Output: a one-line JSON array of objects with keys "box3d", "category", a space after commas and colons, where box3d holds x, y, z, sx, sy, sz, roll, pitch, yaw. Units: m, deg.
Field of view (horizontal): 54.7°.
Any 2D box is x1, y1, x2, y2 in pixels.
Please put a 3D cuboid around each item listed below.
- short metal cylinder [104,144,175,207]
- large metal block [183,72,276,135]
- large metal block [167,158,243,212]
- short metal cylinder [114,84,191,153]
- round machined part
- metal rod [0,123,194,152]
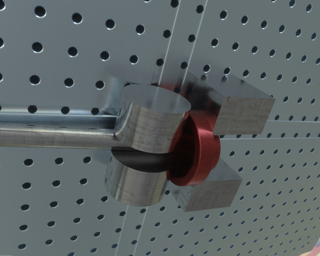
[{"box3d": [-0.027, 0.053, 0.393, 0.081, 0.080, 0.050, 1, 118, -29], "category": "short metal cylinder"}, {"box3d": [0.085, -0.033, 0.402, 0.081, 0.080, 0.050, 0, 119, -28], "category": "large metal block"}, {"box3d": [0.057, 0.073, 0.452, 0.081, 0.080, 0.050, 3, 117, -30], "category": "large metal block"}, {"box3d": [-0.009, -0.013, 0.362, 0.081, 0.080, 0.050, 1, 119, -29], "category": "short metal cylinder"}, {"box3d": [0.041, 0.025, 0.401, 0.042, 0.098, 0.097, 1, 118, -29], "category": "round machined part"}, {"box3d": [-0.097, 0.011, 0.350, 0.302, 0.025, 0.025, 4, 117, -26], "category": "metal rod"}]
